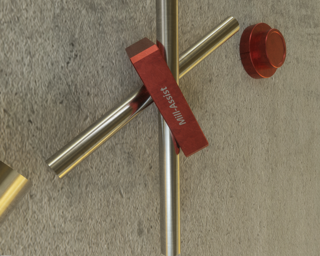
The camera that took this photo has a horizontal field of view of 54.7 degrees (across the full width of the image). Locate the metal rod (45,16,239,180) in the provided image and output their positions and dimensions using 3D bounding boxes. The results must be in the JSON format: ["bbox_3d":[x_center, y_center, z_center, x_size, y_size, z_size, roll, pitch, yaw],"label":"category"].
[{"bbox_3d":[-0.005,-0.050,0.371,0.301,0.025,0.025,-42,116,-22],"label":"metal rod"}]

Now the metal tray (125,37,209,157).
[{"bbox_3d":[0.007,-0.039,0.367,0.030,0.090,0.130,-30,113,2],"label":"metal tray"}]

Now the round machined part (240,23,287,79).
[{"bbox_3d":[0.188,-0.138,0.551,0.099,0.042,0.097,0,90,-40],"label":"round machined part"}]

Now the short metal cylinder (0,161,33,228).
[{"bbox_3d":[-0.151,0.044,0.243,0.080,0.080,0.050,47,62,-30],"label":"short metal cylinder"}]

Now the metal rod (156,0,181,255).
[{"bbox_3d":[0.010,0.004,0.360,0.025,0.025,0.298,-8,100,-40],"label":"metal rod"}]
